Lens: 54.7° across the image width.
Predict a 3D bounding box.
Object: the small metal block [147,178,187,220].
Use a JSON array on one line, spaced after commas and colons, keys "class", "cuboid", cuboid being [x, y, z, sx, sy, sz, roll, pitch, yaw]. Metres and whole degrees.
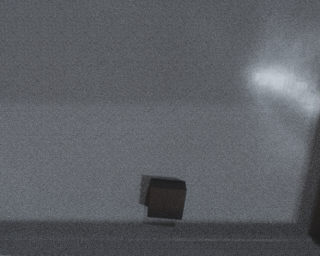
[{"class": "small metal block", "cuboid": [0.009, 0.103, 0.450, 0.050, 0.025, 0.050, 6, 110, -3]}]
